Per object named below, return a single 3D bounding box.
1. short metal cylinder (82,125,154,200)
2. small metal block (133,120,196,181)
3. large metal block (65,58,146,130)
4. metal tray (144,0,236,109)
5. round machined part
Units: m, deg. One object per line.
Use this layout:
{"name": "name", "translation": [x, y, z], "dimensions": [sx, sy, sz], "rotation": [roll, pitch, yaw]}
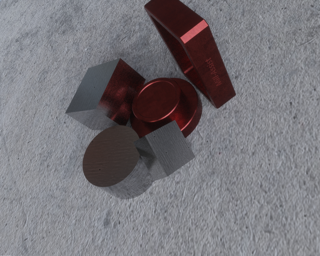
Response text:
{"name": "short metal cylinder", "translation": [-0.048, 0.043, 0.387], "dimensions": [0.080, 0.050, 0.080], "rotation": [-13, 56, 20]}
{"name": "small metal block", "translation": [0.006, 0.025, 0.356], "dimensions": [0.025, 0.050, 0.050], "rotation": [-29, 89, 49]}
{"name": "large metal block", "translation": [-0.077, -0.045, 0.440], "dimensions": [0.080, 0.050, 0.080], "rotation": [-3, 59, 46]}
{"name": "metal tray", "translation": [0.039, -0.089, 0.370], "dimensions": [0.030, 0.130, 0.090], "rotation": [-38, 51, 3]}
{"name": "round machined part", "translation": [0.003, -0.028, 0.410], "dimensions": [0.098, 0.042, 0.098], "rotation": [-13, 56, 20]}
